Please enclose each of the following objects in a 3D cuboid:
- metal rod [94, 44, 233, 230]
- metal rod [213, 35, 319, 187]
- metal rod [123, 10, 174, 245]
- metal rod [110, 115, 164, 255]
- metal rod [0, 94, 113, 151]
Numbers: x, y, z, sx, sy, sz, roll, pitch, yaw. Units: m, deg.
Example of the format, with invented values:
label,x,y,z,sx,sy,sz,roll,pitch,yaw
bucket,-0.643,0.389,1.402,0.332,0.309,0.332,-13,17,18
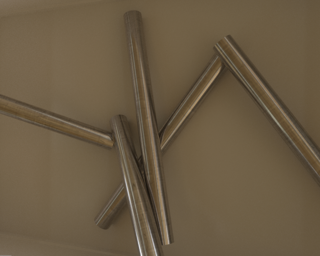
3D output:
label,x,y,z,sx,sy,sz,roll,pitch,yaw
metal rod,0.004,0.016,0.409,0.025,0.025,0.299,39,102,15
metal rod,0.158,0.022,0.340,0.025,0.025,0.299,-38,83,16
metal rod,-0.017,-0.009,0.393,0.025,0.025,0.299,-13,77,19
metal rod,-0.019,0.102,0.342,0.025,0.025,0.299,-33,50,17
metal rod,-0.206,-0.030,0.413,0.302,0.025,0.025,20,98,-9
